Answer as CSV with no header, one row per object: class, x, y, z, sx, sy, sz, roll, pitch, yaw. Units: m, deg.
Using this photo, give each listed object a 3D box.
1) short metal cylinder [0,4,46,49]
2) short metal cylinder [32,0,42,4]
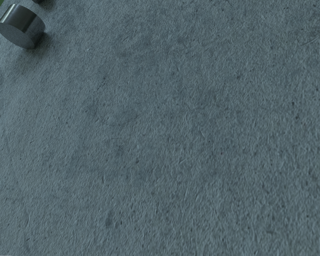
short metal cylinder,-0.291,-0.211,0.652,0.080,0.080,0.050,8,66,32
short metal cylinder,-0.304,-0.348,0.742,0.050,0.080,0.080,-35,51,5
